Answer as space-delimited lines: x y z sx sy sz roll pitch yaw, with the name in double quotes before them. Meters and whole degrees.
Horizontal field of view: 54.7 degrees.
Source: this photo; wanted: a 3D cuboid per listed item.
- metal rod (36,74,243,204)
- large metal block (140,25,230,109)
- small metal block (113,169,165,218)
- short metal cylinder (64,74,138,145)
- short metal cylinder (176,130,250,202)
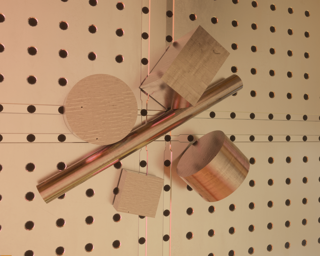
"metal rod" -0.013 0.005 0.405 0.302 0.025 0.025 -30 100 -18
"large metal block" 0.028 -0.071 0.390 0.050 0.080 0.080 38 78 -16
"small metal block" -0.028 0.084 0.399 0.050 0.025 0.050 16 85 -20
"short metal cylinder" -0.072 -0.021 0.369 0.081 0.050 0.079 0 90 -20
"short metal cylinder" 0.068 0.049 0.405 0.050 0.080 0.080 45 76 -15
